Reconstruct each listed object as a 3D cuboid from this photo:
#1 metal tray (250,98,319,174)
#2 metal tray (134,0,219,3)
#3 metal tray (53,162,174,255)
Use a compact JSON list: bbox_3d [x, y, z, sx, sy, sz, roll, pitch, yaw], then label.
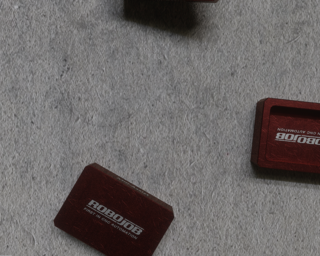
[{"bbox_3d":[0.193,0.012,0.408,0.131,0.030,0.089,6,90,0],"label":"metal tray"},{"bbox_3d":[0.011,-0.204,0.379,0.131,0.030,0.089,8,109,13],"label":"metal tray"},{"bbox_3d":[-0.058,0.116,0.407,0.130,0.030,0.090,30,90,0],"label":"metal tray"}]
